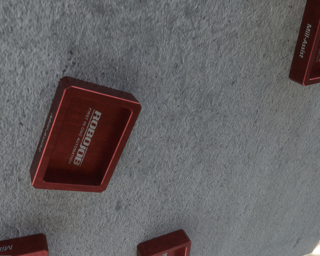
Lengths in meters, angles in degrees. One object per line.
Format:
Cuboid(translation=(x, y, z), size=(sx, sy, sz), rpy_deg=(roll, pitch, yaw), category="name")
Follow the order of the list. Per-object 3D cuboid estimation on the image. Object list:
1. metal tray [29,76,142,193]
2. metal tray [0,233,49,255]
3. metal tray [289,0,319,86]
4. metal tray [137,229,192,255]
Cuboid(translation=(-0.088, 0.013, 0.363), size=(0.091, 0.030, 0.129), rpy_deg=(12, 112, -34), category="metal tray")
Cuboid(translation=(-0.217, 0.192, 0.403), size=(0.131, 0.030, 0.089), rpy_deg=(-3, 120, -27), category="metal tray")
Cuboid(translation=(0.247, -0.133, 0.456), size=(0.091, 0.030, 0.129), rpy_deg=(-13, 124, -21), category="metal tray")
Cuboid(translation=(0.005, 0.250, 0.560), size=(0.091, 0.030, 0.129), rpy_deg=(-11, 123, -23), category="metal tray")
